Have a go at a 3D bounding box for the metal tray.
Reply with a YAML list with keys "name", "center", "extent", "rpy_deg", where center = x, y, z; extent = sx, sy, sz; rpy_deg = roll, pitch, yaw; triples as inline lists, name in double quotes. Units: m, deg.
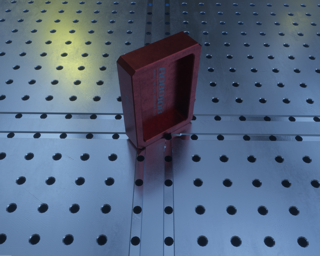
- name: "metal tray"
  center: [0.000, -0.041, 0.374]
  extent: [0.091, 0.129, 0.030]
  rpy_deg: [-28, 56, -22]
